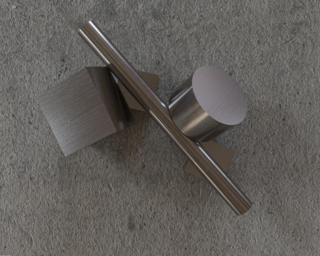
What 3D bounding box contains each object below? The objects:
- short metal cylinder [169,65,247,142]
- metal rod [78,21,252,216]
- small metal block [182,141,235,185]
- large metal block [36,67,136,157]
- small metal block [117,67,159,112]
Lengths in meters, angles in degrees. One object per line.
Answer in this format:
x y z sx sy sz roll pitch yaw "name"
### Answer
0.058 -0.029 0.379 0.081 0.050 0.080 16 57 -25 "short metal cylinder"
0.007 -0.012 0.386 0.025 0.025 0.300 -41 91 0 "metal rod"
0.064 0.042 0.412 0.050 0.025 0.050 24 90 -1 "small metal block"
-0.090 -0.021 0.381 0.080 0.050 0.080 -25 91 23 "large metal block"
-0.031 -0.049 0.411 0.050 0.025 0.050 12 90 -1 "small metal block"
